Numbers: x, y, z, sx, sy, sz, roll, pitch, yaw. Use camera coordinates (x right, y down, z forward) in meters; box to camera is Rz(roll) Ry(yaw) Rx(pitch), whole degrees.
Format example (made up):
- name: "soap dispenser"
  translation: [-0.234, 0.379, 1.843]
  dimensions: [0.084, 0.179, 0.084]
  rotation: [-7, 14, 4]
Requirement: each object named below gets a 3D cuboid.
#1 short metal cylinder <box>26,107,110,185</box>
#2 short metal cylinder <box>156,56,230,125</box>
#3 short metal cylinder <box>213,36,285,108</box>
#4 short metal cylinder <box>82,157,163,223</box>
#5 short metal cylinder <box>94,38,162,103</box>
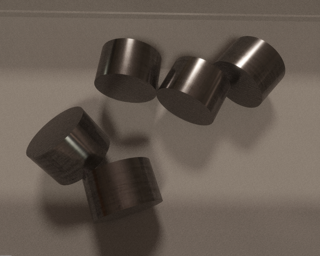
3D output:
- name: "short metal cylinder"
  translation: [-0.107, 0.020, 0.366]
  dimensions: [0.080, 0.050, 0.080]
  rotation: [-25, 32, 18]
- name: "short metal cylinder"
  translation: [0.043, -0.046, 0.398]
  dimensions: [0.080, 0.080, 0.050]
  rotation: [27, 72, 9]
- name: "short metal cylinder"
  translation: [0.114, -0.073, 0.409]
  dimensions: [0.080, 0.080, 0.050]
  rotation: [40, 75, 13]
- name: "short metal cylinder"
  translation: [-0.043, 0.072, 0.354]
  dimensions: [0.081, 0.080, 0.050]
  rotation: [-17, 71, -6]
- name: "short metal cylinder"
  translation: [-0.041, -0.073, 0.407]
  dimensions: [0.080, 0.080, 0.050]
  rotation: [7, 70, 2]
